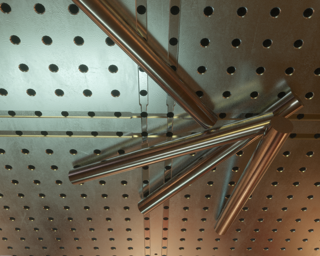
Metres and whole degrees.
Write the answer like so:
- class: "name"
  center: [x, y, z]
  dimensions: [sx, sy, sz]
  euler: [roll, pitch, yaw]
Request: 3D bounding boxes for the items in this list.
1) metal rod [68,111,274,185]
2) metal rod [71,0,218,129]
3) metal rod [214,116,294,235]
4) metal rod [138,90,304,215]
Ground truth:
- class: "metal rod"
  center: [0.004, 0.033, 0.424]
  dimensions: [0.300, 0.025, 0.025]
  euler: [-17, 128, 19]
- class: "metal rod"
  center: [-0.034, -0.094, 0.330]
  dimensions: [0.025, 0.025, 0.301]
  euler: [-34, 123, 25]
- class: "metal rod"
  center: [0.123, 0.090, 0.455]
  dimensions: [0.025, 0.025, 0.298]
  euler: [3, 141, -3]
- class: "metal rod"
  center: [0.071, 0.049, 0.453]
  dimensions: [0.025, 0.025, 0.299]
  euler: [34, 122, -25]
